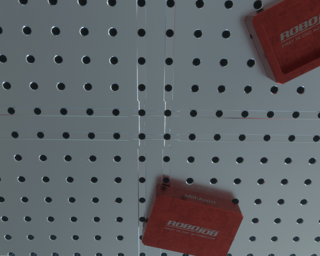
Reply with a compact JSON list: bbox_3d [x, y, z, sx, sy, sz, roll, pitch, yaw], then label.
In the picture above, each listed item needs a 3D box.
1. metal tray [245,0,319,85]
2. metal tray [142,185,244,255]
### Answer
[{"bbox_3d":[0.181,-0.121,0.368,0.130,0.030,0.090,-27,108,9],"label":"metal tray"},{"bbox_3d":[0.047,0.143,0.464,0.131,0.030,0.089,14,109,-6],"label":"metal tray"}]
